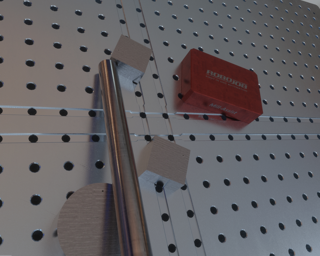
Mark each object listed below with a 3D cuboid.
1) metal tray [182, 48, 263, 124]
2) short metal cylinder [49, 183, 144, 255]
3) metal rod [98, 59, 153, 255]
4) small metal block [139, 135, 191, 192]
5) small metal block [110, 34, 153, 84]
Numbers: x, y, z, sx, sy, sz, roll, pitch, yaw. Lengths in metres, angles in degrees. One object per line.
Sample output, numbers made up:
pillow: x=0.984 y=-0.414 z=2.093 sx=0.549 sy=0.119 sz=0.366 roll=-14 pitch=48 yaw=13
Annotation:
metal tray: x=0.100 y=-0.067 z=0.499 sx=0.131 sy=0.030 sz=0.090 roll=16 pitch=55 yaw=-19
short metal cylinder: x=-0.061 y=0.099 z=0.298 sx=0.081 sy=0.050 sz=0.080 roll=14 pitch=56 yaw=-21
metal rod: x=-0.041 y=0.023 z=0.320 sx=0.025 sy=0.025 sz=0.300 roll=8 pitch=42 yaw=-24
small metal block: x=0.007 y=0.044 z=0.385 sx=0.050 sy=0.025 sz=0.050 roll=24 pitch=53 yaw=-14
small metal block: x=-0.043 y=-0.099 z=0.445 sx=0.050 sy=0.025 sz=0.050 roll=25 pitch=53 yaw=-13
